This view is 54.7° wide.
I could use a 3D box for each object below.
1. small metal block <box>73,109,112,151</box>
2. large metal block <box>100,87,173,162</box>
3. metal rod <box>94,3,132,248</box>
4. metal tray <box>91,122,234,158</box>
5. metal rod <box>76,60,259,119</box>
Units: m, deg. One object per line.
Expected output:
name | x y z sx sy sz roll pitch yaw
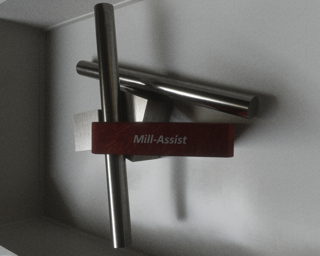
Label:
small metal block | -0.088 0.004 0.409 0.050 0.025 0.050 -8 84 39
large metal block | -0.038 -0.008 0.418 0.080 0.050 0.079 23 104 37
metal rod | -0.059 -0.007 0.386 0.025 0.025 0.298 -8 85 39
metal tray | 0.006 0.009 0.321 0.131 0.090 0.030 1 92 8
metal rod | -0.015 -0.060 0.416 0.300 0.025 0.025 19 102 38
